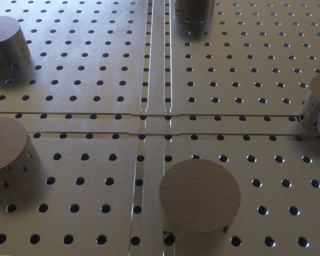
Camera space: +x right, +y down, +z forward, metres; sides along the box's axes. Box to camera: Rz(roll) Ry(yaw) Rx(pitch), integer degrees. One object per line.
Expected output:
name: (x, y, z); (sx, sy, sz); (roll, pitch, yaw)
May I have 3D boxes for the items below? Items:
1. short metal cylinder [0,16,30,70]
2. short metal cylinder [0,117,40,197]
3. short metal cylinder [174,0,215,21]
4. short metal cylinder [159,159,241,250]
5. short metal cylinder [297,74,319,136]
short metal cylinder: (-0.262, -0.139, 0.505); (0.081, 0.050, 0.080); (0, 50, 0)
short metal cylinder: (-0.189, 0.033, 0.361); (0.081, 0.050, 0.080); (0, 50, 0)
short metal cylinder: (0.068, -0.253, 0.605); (0.081, 0.050, 0.080); (0, 50, 0)
short metal cylinder: (0.039, 0.079, 0.325); (0.081, 0.050, 0.080); (0, 50, 0)
short metal cylinder: (0.237, -0.031, 0.420); (0.081, 0.050, 0.080); (0, 50, 0)
